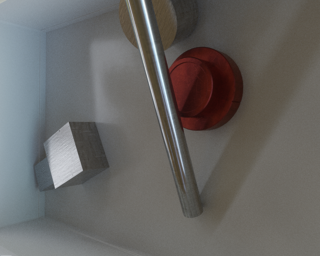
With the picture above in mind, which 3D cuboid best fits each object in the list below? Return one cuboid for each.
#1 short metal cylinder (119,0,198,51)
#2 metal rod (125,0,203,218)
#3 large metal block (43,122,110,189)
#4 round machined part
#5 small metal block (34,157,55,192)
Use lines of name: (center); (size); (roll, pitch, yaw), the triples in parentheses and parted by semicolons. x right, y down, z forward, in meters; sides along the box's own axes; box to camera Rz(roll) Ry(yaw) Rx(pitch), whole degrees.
short metal cylinder: (-0.002, -0.135, 0.369); (0.080, 0.050, 0.079); (20, 129, 26)
metal rod: (0.003, -0.037, 0.331); (0.025, 0.025, 0.298); (-1, 112, 40)
large metal block: (-0.137, 0.044, 0.500); (0.080, 0.050, 0.080); (-33, 70, 35)
round machined part: (0.042, -0.045, 0.360); (0.098, 0.042, 0.097); (0, 90, 39)
small metal block: (-0.203, 0.084, 0.571); (0.050, 0.025, 0.050); (-31, 71, 35)
